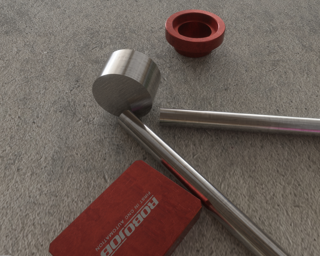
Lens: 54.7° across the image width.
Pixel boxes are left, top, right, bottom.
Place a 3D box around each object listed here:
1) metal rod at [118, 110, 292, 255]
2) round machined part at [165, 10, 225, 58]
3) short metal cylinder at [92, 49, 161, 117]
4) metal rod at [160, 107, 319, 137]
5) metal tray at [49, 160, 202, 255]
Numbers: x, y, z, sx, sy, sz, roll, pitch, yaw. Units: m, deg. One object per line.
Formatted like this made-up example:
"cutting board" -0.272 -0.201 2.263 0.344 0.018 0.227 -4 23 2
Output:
"metal rod" 0.052 0.073 0.341 0.025 0.025 0.300 -34 58 -25
"round machined part" 0.058 -0.156 0.524 0.099 0.042 0.098 0 50 0
"short metal cylinder" -0.043 -0.057 0.416 0.080 0.080 0.050 10 51 8
"metal rod" 0.151 -0.004 0.407 0.302 0.025 0.025 4 50 3
"metal tray" -0.030 0.103 0.313 0.090 0.030 0.131 32 57 23
